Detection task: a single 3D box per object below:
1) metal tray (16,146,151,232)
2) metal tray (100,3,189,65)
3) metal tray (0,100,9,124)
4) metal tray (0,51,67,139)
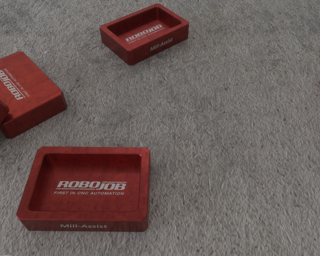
[{"bbox_3d":[-0.077,0.065,0.344,0.131,0.030,0.090,1,50,0],"label":"metal tray"},{"bbox_3d":[-0.026,-0.167,0.539,0.131,0.030,0.090,-31,57,-24],"label":"metal tray"},{"bbox_3d":[-0.266,-0.008,0.381,0.130,0.030,0.090,13,65,19],"label":"metal tray"},{"bbox_3d":[-0.207,-0.052,0.442,0.091,0.030,0.130,-34,58,-25],"label":"metal tray"}]
